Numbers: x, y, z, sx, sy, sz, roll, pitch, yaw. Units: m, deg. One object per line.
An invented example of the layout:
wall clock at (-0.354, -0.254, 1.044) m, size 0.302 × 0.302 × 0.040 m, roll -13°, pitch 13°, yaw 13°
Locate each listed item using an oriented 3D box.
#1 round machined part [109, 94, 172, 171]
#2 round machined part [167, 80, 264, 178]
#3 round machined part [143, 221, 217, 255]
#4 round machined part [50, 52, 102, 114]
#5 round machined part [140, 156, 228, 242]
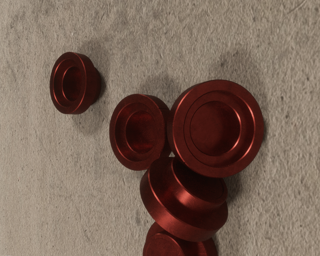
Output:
round machined part at (-0.018, 0.005, 0.407) m, size 0.098 × 0.042 × 0.097 m, roll 0°, pitch 90°, yaw 39°
round machined part at (0.054, 0.000, 0.324) m, size 0.042 × 0.099 × 0.097 m, roll -173°, pitch 85°, yaw -74°
round machined part at (0.018, 0.158, 0.378) m, size 0.098 × 0.042 × 0.097 m, roll 0°, pitch 90°, yaw 39°
round machined part at (-0.133, -0.070, 0.500) m, size 0.098 × 0.042 × 0.097 m, roll 0°, pitch 90°, yaw 39°
round machined part at (0.032, 0.065, 0.328) m, size 0.098 × 0.099 × 0.042 m, roll 50°, pitch 123°, yaw 28°
